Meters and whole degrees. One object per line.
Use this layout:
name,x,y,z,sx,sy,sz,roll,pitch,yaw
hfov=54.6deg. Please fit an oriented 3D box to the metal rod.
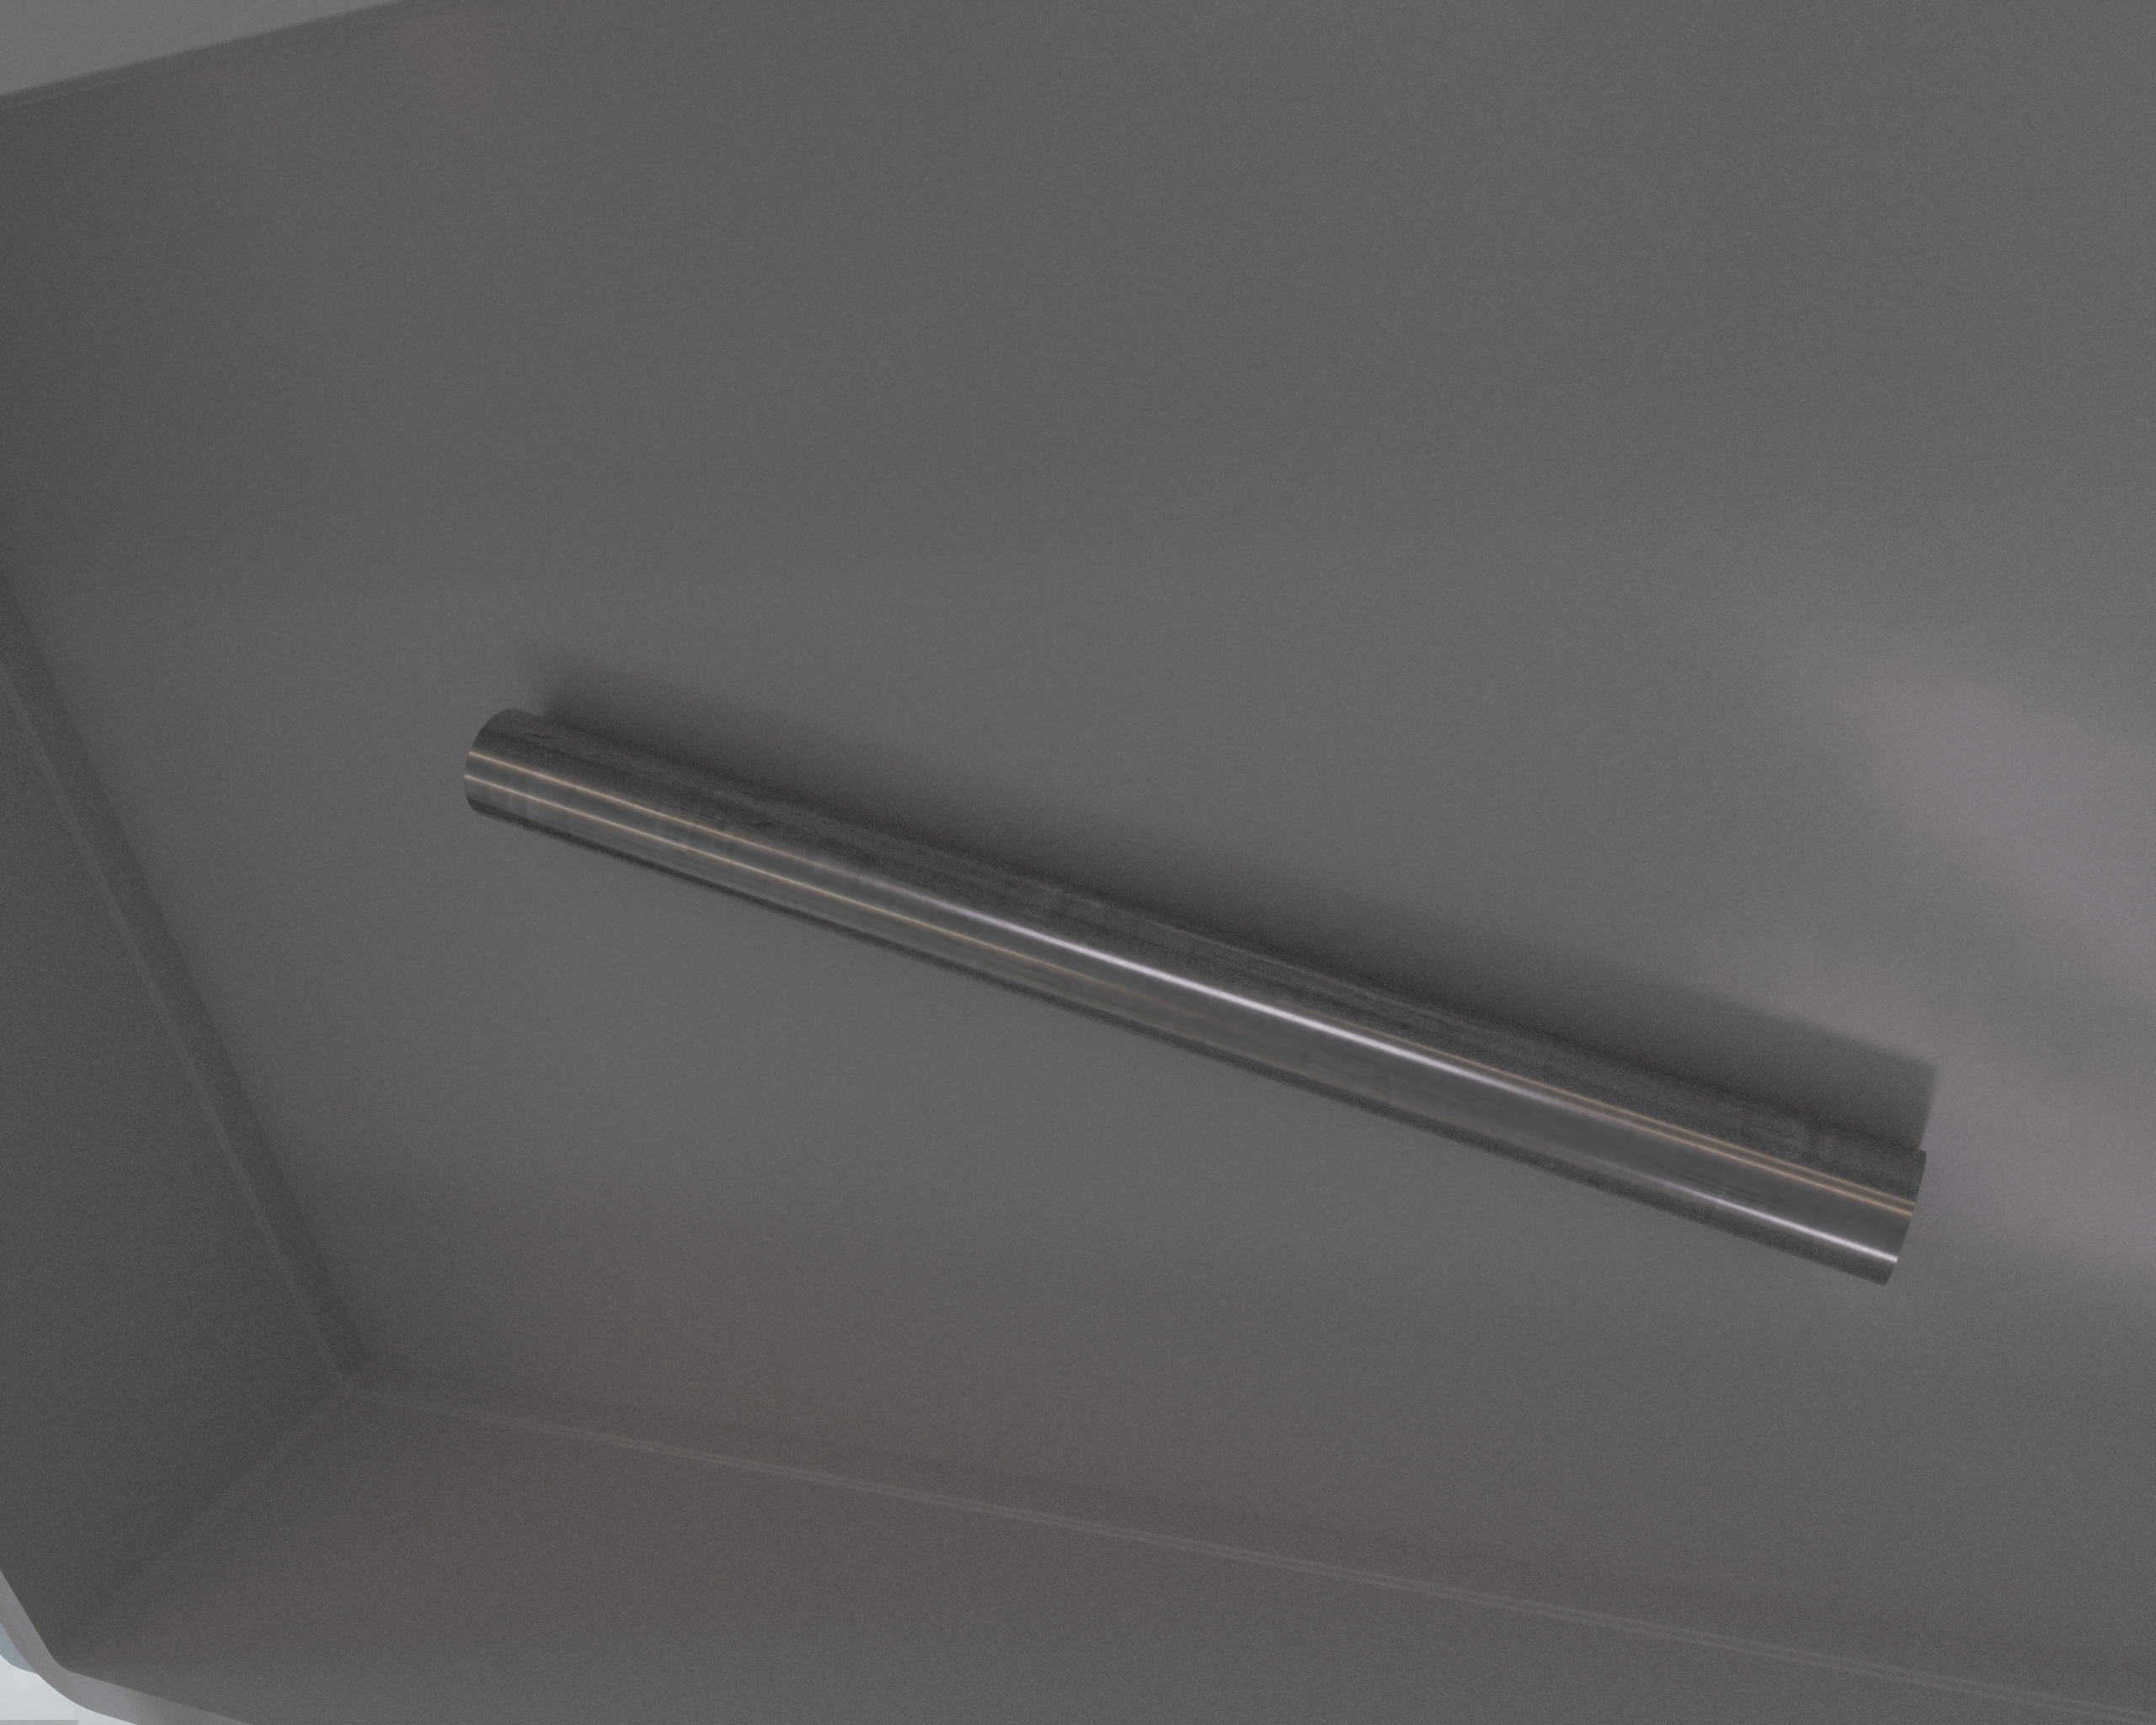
metal rod,0.009,0.020,0.415,0.301,0.025,0.025,17,125,18
